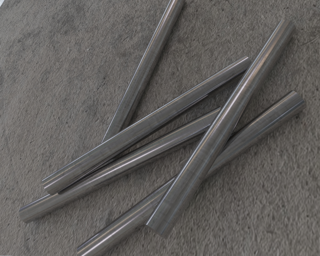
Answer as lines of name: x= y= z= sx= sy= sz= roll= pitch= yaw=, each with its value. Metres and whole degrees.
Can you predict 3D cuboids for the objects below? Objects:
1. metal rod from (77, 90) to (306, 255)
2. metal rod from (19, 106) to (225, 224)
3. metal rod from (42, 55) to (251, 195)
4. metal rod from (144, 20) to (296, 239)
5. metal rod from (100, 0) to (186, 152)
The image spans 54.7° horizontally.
metal rod: x=0.032 y=0.058 z=0.351 sx=0.300 sy=0.025 sz=0.025 roll=-37 pitch=51 yaw=3
metal rod: x=-0.054 y=0.052 z=0.400 sx=0.300 sy=0.025 sz=0.025 roll=-27 pitch=52 yaw=11
metal rod: x=-0.015 y=-0.003 z=0.396 sx=0.301 sy=0.025 sz=0.025 roll=-32 pitch=51 yaw=0
metal rod: x=0.079 y=-0.015 z=0.345 sx=0.025 sy=0.025 sz=0.300 roll=21 pitch=65 yaw=36
metal rod: x=-0.021 y=-0.093 z=0.471 sx=0.025 sy=0.025 sz=0.300 roll=10 pitch=66 yaw=32
